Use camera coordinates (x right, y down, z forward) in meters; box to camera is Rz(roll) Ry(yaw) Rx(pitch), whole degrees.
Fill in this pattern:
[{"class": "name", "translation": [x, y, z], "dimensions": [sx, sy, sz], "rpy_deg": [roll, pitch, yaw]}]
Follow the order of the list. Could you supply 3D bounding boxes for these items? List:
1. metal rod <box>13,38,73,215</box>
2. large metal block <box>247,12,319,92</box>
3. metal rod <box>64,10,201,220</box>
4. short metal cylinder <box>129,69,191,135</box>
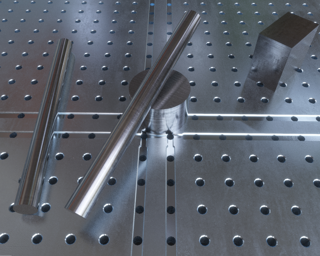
[{"class": "metal rod", "translation": [-0.153, -0.027, 0.428], "dimensions": [0.025, 0.025, 0.300], "rpy_deg": [-2, 50, -2]}, {"class": "large metal block", "translation": [0.185, -0.115, 0.470], "dimensions": [0.050, 0.080, 0.080], "rpy_deg": [36, 59, 26]}, {"class": "metal rod", "translation": [-0.019, -0.035, 0.371], "dimensions": [0.025, 0.025, 0.300], "rpy_deg": [21, 64, 16]}, {"class": "short metal cylinder", "translation": [0.000, -0.037, 0.423], "dimensions": [0.081, 0.050, 0.080], "rpy_deg": [0, 50, 0]}]
